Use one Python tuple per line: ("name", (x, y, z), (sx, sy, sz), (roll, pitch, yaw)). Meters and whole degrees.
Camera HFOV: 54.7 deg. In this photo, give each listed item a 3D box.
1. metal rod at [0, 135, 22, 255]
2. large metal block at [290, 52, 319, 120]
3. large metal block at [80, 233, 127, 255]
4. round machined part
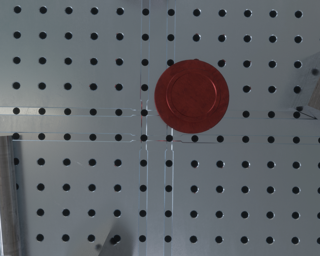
("metal rod", (-0.198, 0.159, 0.411), (0.025, 0.025, 0.298), (-5, 90, 0))
("large metal block", (0.232, -0.049, 0.402), (0.080, 0.050, 0.080), (23, 90, 0))
("large metal block", (-0.086, 0.188, 0.385), (0.080, 0.080, 0.050), (-38, 90, 0))
("round machined part", (0.042, -0.041, 0.405), (0.099, 0.042, 0.097), (0, 90, 0))
